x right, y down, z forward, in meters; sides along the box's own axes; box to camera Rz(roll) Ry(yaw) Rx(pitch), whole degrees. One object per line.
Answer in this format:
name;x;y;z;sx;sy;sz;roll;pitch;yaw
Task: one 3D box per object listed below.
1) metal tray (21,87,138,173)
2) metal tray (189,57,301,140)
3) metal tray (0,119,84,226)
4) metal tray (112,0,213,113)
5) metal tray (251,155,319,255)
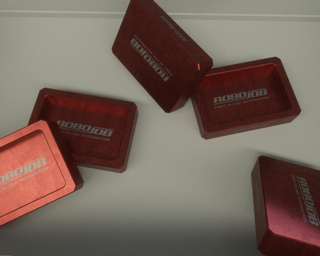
metal tray;-0.101;0.003;0.404;0.131;0.030;0.090;10;70;3
metal tray;0.111;-0.042;0.423;0.131;0.030;0.090;-11;71;-5
metal tray;-0.168;0.056;0.361;0.131;0.030;0.090;-25;86;1
metal tray;-0.002;-0.095;0.408;0.030;0.089;0.130;-27;70;-42
metal tray;0.151;0.087;0.336;0.090;0.030;0.130;15;30;5
